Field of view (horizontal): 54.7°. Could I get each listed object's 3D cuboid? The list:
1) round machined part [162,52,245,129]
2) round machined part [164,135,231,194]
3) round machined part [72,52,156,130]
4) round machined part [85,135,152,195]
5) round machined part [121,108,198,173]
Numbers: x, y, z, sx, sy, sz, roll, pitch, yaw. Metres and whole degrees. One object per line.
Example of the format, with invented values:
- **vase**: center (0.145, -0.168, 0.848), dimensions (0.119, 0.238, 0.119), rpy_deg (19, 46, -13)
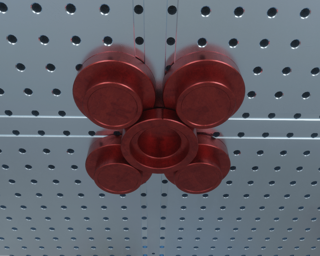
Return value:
- **round machined part**: center (0.052, -0.037, 0.369), dimensions (0.099, 0.042, 0.097), rpy_deg (-1, 130, 0)
- **round machined part**: center (0.054, 0.059, 0.451), dimensions (0.099, 0.042, 0.097), rpy_deg (-1, 130, 0)
- **round machined part**: center (-0.054, -0.036, 0.368), dimensions (0.099, 0.042, 0.097), rpy_deg (-1, 130, 0)
- **round machined part**: center (-0.059, 0.060, 0.451), dimensions (0.099, 0.042, 0.097), rpy_deg (-1, 130, 0)
- **round machined part**: center (-0.001, 0.013, 0.409), dimensions (0.099, 0.042, 0.097), rpy_deg (-1, 130, 0)
